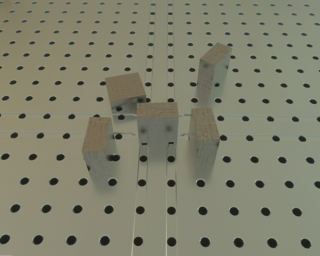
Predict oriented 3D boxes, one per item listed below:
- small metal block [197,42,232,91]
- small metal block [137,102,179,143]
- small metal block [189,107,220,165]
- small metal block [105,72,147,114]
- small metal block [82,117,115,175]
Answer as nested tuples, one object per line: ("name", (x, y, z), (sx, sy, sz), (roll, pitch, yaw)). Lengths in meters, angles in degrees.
("small metal block", (0.082, -0.093, 0.470), (0.025, 0.050, 0.050), (30, 56, 23))
("small metal block", (-0.003, -0.006, 0.397), (0.050, 0.050, 0.025), (-2, 50, -2))
("small metal block", (0.053, 0.010, 0.383), (0.025, 0.050, 0.050), (-4, 50, -3))
("small metal block", (-0.050, -0.052, 0.451), (0.050, 0.025, 0.050), (-12, 51, -10))
("small metal block", (-0.072, 0.022, 0.373), (0.025, 0.050, 0.050), (1, 50, 1))
